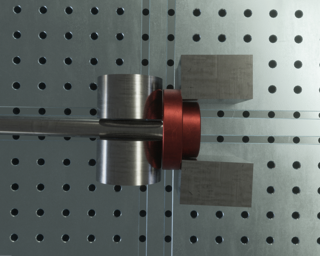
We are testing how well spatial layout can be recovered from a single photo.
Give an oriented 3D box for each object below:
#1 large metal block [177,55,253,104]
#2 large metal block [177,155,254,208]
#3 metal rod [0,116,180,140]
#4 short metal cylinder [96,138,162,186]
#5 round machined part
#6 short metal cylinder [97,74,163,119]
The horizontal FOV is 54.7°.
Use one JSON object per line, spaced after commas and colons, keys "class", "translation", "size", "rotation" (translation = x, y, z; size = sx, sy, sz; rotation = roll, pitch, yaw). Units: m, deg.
{"class": "large metal block", "translation": [0.064, -0.058, 0.387], "size": [0.081, 0.080, 0.050], "rotation": [0, 90, 0]}
{"class": "large metal block", "translation": [0.064, 0.062, 0.387], "size": [0.080, 0.080, 0.050], "rotation": [3, 90, 0]}
{"class": "metal rod", "translation": [-0.120, -0.001, 0.401], "size": [0.302, 0.025, 0.025], "rotation": [2, 90, 4]}
{"class": "short metal cylinder", "translation": [-0.038, 0.039, 0.385], "size": [0.081, 0.080, 0.050], "rotation": [1, 91, 0]}
{"class": "round machined part", "translation": [0.025, 0.002, 0.376], "size": [0.042, 0.098, 0.097], "rotation": [1, 90, 0]}
{"class": "short metal cylinder", "translation": [-0.037, -0.036, 0.385], "size": [0.081, 0.080, 0.050], "rotation": [1, 91, 0]}
